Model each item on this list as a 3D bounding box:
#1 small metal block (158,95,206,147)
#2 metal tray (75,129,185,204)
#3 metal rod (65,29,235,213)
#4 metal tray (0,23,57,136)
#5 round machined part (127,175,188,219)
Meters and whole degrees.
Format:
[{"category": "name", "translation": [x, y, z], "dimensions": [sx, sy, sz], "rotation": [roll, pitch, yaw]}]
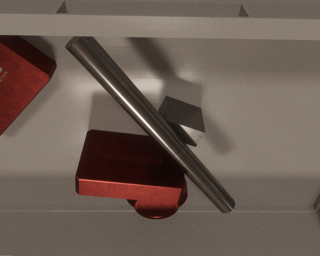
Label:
[{"category": "small metal block", "translation": [0.026, -0.009, 0.386], "dimensions": [0.050, 0.050, 0.025], "rotation": [18, 128, -15]}, {"category": "metal tray", "translation": [-0.036, 0.048, 0.406], "dimensions": [0.131, 0.090, 0.030], "rotation": [7, 130, -6]}, {"category": "metal rod", "translation": [0.010, 0.014, 0.355], "dimensions": [0.025, 0.025, 0.300], "rotation": [-28, 125, 21]}, {"category": "metal tray", "translation": [-0.195, -0.053, 0.358], "dimensions": [0.090, 0.030, 0.130], "rotation": [37, 121, -28]}, {"category": "round machined part", "translation": [-0.005, 0.108, 0.490], "dimensions": [0.099, 0.042, 0.097], "rotation": [-1, 130, 0]}]
